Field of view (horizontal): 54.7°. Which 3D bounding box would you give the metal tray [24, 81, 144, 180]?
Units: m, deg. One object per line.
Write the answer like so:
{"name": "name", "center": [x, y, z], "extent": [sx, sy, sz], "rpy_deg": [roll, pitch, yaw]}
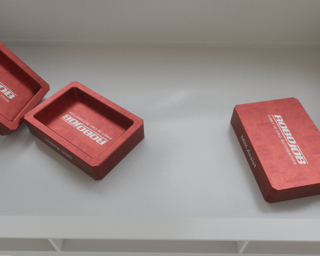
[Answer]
{"name": "metal tray", "center": [-0.097, -0.002, 0.402], "extent": [0.130, 0.030, 0.090], "rpy_deg": [30, 56, 23]}

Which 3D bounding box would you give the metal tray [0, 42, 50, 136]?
{"name": "metal tray", "center": [-0.221, -0.064, 0.397], "extent": [0.030, 0.130, 0.090], "rpy_deg": [-19, 36, 41]}

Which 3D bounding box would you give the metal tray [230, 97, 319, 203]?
{"name": "metal tray", "center": [0.153, 0.022, 0.384], "extent": [0.091, 0.030, 0.130], "rpy_deg": [-8, 50, -7]}
